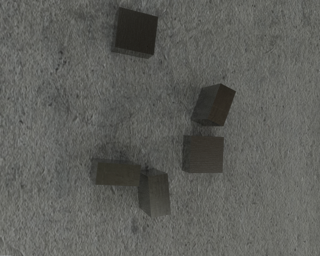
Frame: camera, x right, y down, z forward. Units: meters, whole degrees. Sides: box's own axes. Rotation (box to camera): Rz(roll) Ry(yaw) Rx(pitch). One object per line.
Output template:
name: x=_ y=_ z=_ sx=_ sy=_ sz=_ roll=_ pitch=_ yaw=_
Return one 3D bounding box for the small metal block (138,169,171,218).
small metal block: x=-0.009 y=0.080 z=0.392 sx=0.025 sy=0.050 sz=0.050 roll=-5 pitch=92 yaw=-20

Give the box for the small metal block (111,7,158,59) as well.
small metal block: x=-0.033 y=-0.120 z=0.397 sx=0.050 sy=0.025 sz=0.050 roll=7 pitch=88 yaw=-20

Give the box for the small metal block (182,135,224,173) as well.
small metal block: x=0.060 y=0.036 z=0.431 sx=0.050 sy=0.025 sz=0.050 roll=3 pitch=89 yaw=-20

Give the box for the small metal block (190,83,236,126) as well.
small metal block: x=0.071 y=-0.030 z=0.422 sx=0.025 sy=0.050 sz=0.050 roll=24 pitch=82 yaw=-19

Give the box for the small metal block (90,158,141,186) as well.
small metal block: x=-0.055 y=0.053 z=0.375 sx=0.050 sy=0.050 sz=0.025 roll=6 pitch=88 yaw=-20
